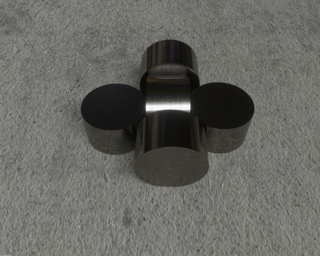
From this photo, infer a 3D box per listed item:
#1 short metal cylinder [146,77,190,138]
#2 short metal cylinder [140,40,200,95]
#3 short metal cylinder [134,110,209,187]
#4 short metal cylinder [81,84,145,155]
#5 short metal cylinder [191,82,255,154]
[{"bbox_3d":[0.010,-0.025,0.390,0.050,0.080,0.080,0,50,0],"label":"short metal cylinder"},{"bbox_3d":[0.013,-0.075,0.433,0.081,0.080,0.050,0,50,0],"label":"short metal cylinder"},{"bbox_3d":[0.012,0.025,0.349,0.081,0.080,0.050,0,50,0],"label":"short metal cylinder"},{"bbox_3d":[-0.056,-0.012,0.398,0.081,0.050,0.080,1,50,-1],"label":"short metal cylinder"},{"bbox_3d":[0.075,-0.014,0.400,0.080,0.050,0.080,0,50,0],"label":"short metal cylinder"}]
